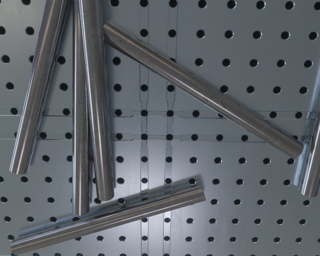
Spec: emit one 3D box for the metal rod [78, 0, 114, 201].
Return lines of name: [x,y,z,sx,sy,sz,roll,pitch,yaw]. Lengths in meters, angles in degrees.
metal rod: [-0.077,-0.036,0.383,0.025,0.025,0.298,1,116,0]

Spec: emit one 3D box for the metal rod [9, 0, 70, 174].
metal rod: [-0.146,-0.074,0.385,0.025,0.025,0.298,19,109,-7]

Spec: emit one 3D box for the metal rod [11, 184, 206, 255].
metal rod: [-0.080,0.138,0.463,0.301,0.025,0.025,-18,109,6]

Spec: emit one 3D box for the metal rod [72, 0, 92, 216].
metal rod: [-0.102,-0.018,0.405,0.025,0.025,0.298,5,110,-2]

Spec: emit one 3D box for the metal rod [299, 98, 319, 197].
metal rod: [0.221,-0.047,0.397,0.025,0.025,0.298,2,110,-1]

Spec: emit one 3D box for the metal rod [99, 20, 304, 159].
metal rod: [0.060,-0.043,0.397,0.301,0.025,0.025,30,107,-11]
